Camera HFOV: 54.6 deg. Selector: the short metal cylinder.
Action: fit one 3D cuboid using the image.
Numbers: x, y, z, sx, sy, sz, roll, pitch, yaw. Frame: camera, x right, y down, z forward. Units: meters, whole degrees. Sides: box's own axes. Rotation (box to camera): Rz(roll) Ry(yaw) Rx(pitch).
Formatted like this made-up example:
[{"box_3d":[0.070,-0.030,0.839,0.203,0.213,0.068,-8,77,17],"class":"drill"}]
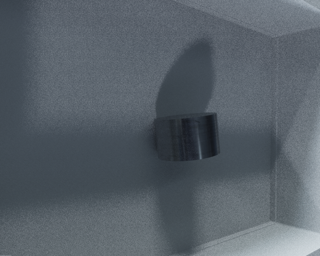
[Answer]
[{"box_3d":[0.035,0.009,0.399,0.081,0.080,0.050,-11,97,-39],"class":"short metal cylinder"}]
